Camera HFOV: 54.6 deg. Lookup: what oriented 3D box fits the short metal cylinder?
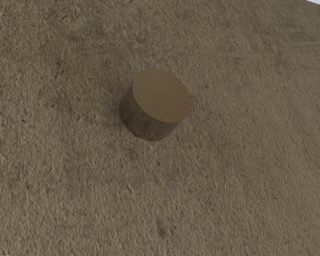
[{"bbox_3d":[-0.007,-0.030,0.402,0.081,0.050,0.080,13,56,-21],"label":"short metal cylinder"}]
